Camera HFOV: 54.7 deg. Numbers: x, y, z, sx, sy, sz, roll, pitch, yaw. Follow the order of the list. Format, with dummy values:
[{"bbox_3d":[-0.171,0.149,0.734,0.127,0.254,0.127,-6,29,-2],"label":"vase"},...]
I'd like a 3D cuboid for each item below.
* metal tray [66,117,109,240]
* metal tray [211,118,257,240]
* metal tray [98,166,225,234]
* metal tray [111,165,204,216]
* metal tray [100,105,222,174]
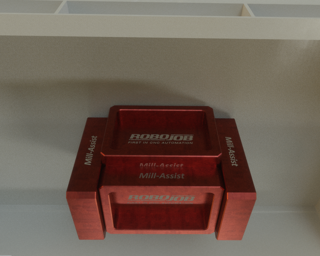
[{"bbox_3d":[-0.080,0.059,0.387,0.030,0.130,0.089,0,131,0],"label":"metal tray"},{"bbox_3d":[0.083,0.060,0.389,0.030,0.130,0.089,1,131,-1],"label":"metal tray"},{"bbox_3d":[0.001,0.085,0.357,0.131,0.030,0.089,0,130,-1],"label":"metal tray"},{"bbox_3d":[0.001,0.079,0.430,0.131,0.090,0.030,0,130,-1],"label":"metal tray"},{"bbox_3d":[0.002,0.012,0.372,0.131,0.090,0.030,1,131,0],"label":"metal tray"}]
